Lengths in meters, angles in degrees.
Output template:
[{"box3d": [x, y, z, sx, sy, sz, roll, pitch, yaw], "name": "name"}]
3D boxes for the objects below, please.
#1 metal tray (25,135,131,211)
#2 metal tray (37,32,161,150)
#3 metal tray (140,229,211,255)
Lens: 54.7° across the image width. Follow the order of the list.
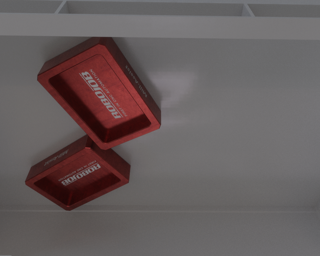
[{"box3d": [-0.121, 0.070, 0.463, 0.130, 0.030, 0.090, -28, 125, 22], "name": "metal tray"}, {"box3d": [-0.067, -0.037, 0.372, 0.090, 0.030, 0.130, -22, 127, 17], "name": "metal tray"}, {"box3d": [0.035, 0.246, 0.618, 0.131, 0.030, 0.090, -9, 130, 7], "name": "metal tray"}]
